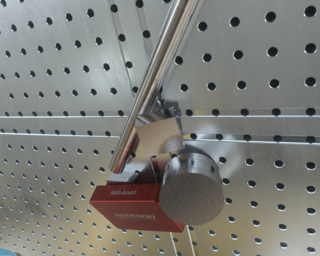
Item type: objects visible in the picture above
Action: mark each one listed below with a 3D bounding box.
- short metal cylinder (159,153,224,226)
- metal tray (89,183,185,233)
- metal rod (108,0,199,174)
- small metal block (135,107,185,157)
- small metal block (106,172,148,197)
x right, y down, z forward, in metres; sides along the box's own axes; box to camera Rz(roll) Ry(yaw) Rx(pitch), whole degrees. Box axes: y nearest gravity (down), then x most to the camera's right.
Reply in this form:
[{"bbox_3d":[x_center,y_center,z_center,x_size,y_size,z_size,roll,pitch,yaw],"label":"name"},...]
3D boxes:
[{"bbox_3d":[0.042,0.080,0.406,0.080,0.050,0.079,2,114,5],"label":"short metal cylinder"},{"bbox_3d":[-0.034,0.126,0.485,0.130,0.030,0.090,-8,133,31],"label":"metal tray"},{"bbox_3d":[-0.016,-0.044,0.391,0.025,0.025,0.298,32,128,7],"label":"metal rod"},{"bbox_3d":[0.000,0.006,0.397,0.050,0.025,0.050,-14,123,9],"label":"small metal block"},{"bbox_3d":[-0.052,0.098,0.498,0.050,0.025,0.050,-1,118,28],"label":"small metal block"}]
